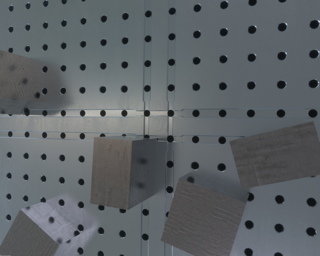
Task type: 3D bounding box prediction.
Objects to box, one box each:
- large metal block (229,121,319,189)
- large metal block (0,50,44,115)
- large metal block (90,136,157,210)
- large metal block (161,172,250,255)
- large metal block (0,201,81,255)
[{"bbox_3d":[0.127,0.027,0.339,0.080,0.080,0.050,-15,85,19],"label":"large metal block"},{"bbox_3d":[-0.235,-0.068,0.467,0.050,0.080,0.080,-25,82,18],"label":"large metal block"},{"bbox_3d":[-0.044,0.052,0.399,0.050,0.080,0.080,4,92,20],"label":"large metal block"},{"bbox_3d":[0.056,0.109,0.380,0.080,0.050,0.080,18,96,19],"label":"large metal block"},{"bbox_3d":[-0.180,0.171,0.464,0.080,0.050,0.080,34,101,16],"label":"large metal block"}]
